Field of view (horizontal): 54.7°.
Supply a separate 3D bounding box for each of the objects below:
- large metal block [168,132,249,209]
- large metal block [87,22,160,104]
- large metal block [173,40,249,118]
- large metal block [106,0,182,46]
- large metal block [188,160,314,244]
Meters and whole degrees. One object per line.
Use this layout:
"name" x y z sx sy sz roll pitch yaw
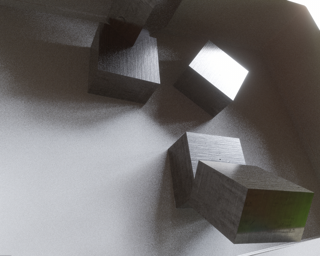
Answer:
"large metal block" 0.062 0.056 0.391 0.081 0.050 0.080 7 58 -25
"large metal block" -0.049 -0.085 0.416 0.081 0.050 0.080 10 58 -24
"large metal block" 0.080 -0.077 0.482 0.080 0.050 0.080 38 51 -3
"large metal block" -0.014 -0.164 0.401 0.050 0.080 0.080 44 50 2
"large metal block" 0.088 0.071 0.312 0.081 0.080 0.050 9 98 -25
